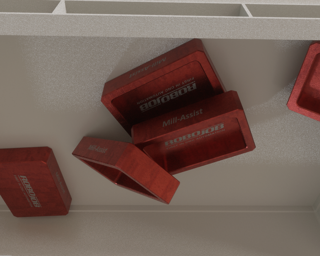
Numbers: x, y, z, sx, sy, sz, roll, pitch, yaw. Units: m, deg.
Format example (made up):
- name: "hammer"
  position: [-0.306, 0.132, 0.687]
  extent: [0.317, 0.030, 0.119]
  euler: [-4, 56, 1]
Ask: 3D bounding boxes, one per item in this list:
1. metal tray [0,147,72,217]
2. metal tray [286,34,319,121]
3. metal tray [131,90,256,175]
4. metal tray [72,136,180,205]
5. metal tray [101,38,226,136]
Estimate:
- name: "metal tray"
  position: [-0.198, 0.087, 0.477]
  extent: [0.091, 0.030, 0.129]
  euler: [-3, 130, 2]
- name: "metal tray"
  position: [0.214, -0.038, 0.327]
  extent: [0.130, 0.030, 0.089]
  euler: [27, 139, 24]
- name: "metal tray"
  position: [0.042, 0.013, 0.379]
  extent: [0.130, 0.030, 0.090]
  euler: [-19, 141, 14]
- name: "metal tray"
  position: [-0.047, 0.051, 0.399]
  extent: [0.090, 0.030, 0.130]
  euler: [43, 157, -31]
- name: "metal tray"
  position: [0.008, -0.038, 0.373]
  extent: [0.130, 0.030, 0.090]
  euler: [-23, 127, 18]
